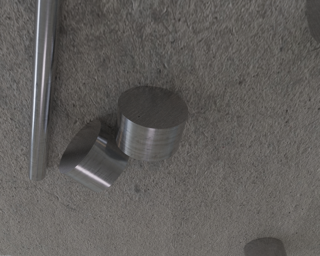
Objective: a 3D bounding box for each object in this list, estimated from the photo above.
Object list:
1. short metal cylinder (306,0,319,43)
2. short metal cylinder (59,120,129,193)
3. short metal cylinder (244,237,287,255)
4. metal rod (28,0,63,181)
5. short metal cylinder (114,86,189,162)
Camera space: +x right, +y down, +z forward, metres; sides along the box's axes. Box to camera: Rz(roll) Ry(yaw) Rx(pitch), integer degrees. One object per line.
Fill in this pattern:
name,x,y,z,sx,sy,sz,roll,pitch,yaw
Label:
short metal cylinder,0.172,-0.117,0.273,0.050,0.080,0.080,-4,130,3
short metal cylinder,-0.084,0.036,0.401,0.080,0.080,0.050,-35,122,26
short metal cylinder,0.212,0.262,0.616,0.081,0.050,0.079,0,130,0
metal rod,-0.141,-0.039,0.372,0.025,0.025,0.298,13,129,-11
short metal cylinder,-0.011,-0.007,0.365,0.081,0.080,0.050,7,130,-6
